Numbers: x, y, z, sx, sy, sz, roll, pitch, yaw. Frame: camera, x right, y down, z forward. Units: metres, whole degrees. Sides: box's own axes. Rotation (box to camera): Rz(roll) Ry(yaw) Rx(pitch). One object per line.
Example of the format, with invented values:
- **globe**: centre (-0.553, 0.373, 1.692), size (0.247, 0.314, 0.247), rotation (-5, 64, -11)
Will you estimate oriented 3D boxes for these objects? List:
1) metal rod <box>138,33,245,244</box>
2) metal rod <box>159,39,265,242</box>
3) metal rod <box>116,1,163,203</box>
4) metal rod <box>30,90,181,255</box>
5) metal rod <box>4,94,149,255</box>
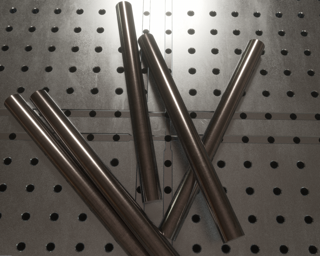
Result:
- **metal rod**: centre (0.029, -0.007, 0.394), size (0.025, 0.025, 0.299), rotation (-18, 64, -7)
- **metal rod**: centre (0.075, 0.003, 0.411), size (0.025, 0.025, 0.300), rotation (26, 72, 8)
- **metal rod**: centre (-0.033, -0.049, 0.429), size (0.025, 0.025, 0.299), rotation (-8, 70, -3)
- **metal rod**: centre (-0.070, 0.060, 0.377), size (0.025, 0.025, 0.300), rotation (-39, 71, -13)
- **metal rod**: centre (-0.099, 0.067, 0.386), size (0.025, 0.025, 0.300), rotation (-41, 75, -14)
